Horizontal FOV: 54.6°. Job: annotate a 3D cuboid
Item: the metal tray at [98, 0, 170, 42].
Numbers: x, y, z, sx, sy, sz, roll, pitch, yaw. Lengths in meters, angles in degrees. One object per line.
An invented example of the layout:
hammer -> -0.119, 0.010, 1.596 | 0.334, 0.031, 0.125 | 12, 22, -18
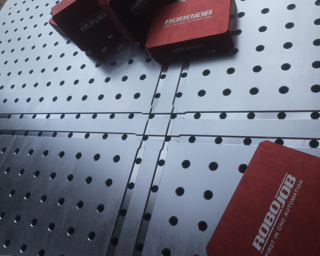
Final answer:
metal tray -> -0.034, -0.224, 0.522 | 0.030, 0.090, 0.130 | 27, 76, 37

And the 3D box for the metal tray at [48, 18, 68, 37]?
metal tray -> -0.160, -0.248, 0.642 | 0.090, 0.030, 0.130 | 29, 78, 37

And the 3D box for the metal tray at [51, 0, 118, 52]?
metal tray -> -0.113, -0.206, 0.553 | 0.130, 0.090, 0.030 | -31, 52, 9

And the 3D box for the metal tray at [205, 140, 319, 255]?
metal tray -> 0.114, 0.084, 0.294 | 0.090, 0.030, 0.130 | 21, 73, 36

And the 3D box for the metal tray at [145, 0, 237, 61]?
metal tray -> 0.047, -0.157, 0.478 | 0.130, 0.030, 0.090 | -4, 60, 26
